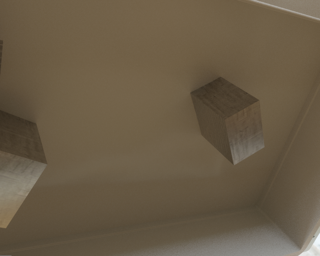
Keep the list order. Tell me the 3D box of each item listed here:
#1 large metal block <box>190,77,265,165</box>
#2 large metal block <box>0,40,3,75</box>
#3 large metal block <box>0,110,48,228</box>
[{"bbox_3d":[0.091,-0.011,0.418,0.050,0.080,0.080,-29,129,-10],"label":"large metal block"},{"bbox_3d":[-0.174,-0.036,0.238,0.050,0.080,0.079,13,102,11],"label":"large metal block"},{"bbox_3d":[-0.162,0.038,0.308,0.050,0.080,0.080,27,103,-39],"label":"large metal block"}]
